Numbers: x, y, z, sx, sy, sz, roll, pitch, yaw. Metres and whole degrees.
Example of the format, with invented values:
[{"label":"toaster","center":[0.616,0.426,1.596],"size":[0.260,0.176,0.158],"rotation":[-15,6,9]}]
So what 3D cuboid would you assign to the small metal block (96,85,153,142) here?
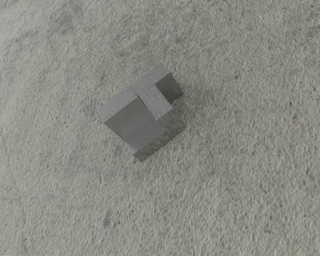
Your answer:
[{"label":"small metal block","center":[-0.042,-0.017,0.388],"size":[0.050,0.050,0.025],"rotation":[-37,51,3]}]

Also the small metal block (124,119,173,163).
[{"label":"small metal block","center":[-0.020,0.009,0.409],"size":[0.050,0.025,0.050],"rotation":[-36,51,3]}]

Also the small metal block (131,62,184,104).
[{"label":"small metal block","center":[-0.002,-0.052,0.421],"size":[0.050,0.050,0.025],"rotation":[-37,51,3]}]

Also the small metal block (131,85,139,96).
[{"label":"small metal block","center":[-0.042,-0.022,0.423],"size":[0.050,0.050,0.025],"rotation":[-37,51,3]}]

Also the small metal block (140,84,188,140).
[{"label":"small metal block","center":[0.005,-0.020,0.398],"size":[0.025,0.050,0.050],"rotation":[-37,51,3]}]
